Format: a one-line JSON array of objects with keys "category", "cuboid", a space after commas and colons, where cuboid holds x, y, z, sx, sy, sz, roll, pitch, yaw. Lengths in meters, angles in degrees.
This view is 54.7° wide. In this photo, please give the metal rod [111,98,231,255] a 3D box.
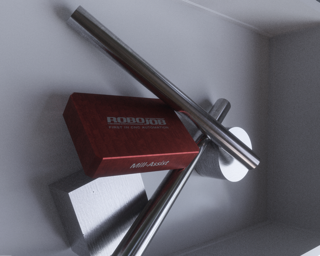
[{"category": "metal rod", "cuboid": [0.030, 0.047, 0.384, 0.301, 0.025, 0.025, -50, 121, -44]}]

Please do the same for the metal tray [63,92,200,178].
[{"category": "metal tray", "cuboid": [-0.029, 0.005, 0.342, 0.131, 0.030, 0.090, 0, 46, -39]}]

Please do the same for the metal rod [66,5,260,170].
[{"category": "metal rod", "cuboid": [0.019, -0.037, 0.384, 0.301, 0.025, 0.025, 37, 67, -21]}]

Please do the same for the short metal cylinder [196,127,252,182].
[{"category": "short metal cylinder", "cuboid": [0.095, 0.038, 0.469, 0.081, 0.050, 0.079, 0, 90, -40]}]

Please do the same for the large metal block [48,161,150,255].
[{"category": "large metal block", "cuboid": [-0.061, 0.084, 0.335, 0.081, 0.050, 0.080, -25, 106, -38]}]
